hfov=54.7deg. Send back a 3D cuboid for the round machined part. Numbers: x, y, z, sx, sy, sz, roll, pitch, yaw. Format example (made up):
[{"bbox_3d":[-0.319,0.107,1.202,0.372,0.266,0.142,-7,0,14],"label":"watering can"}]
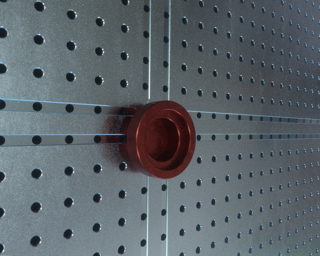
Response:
[{"bbox_3d":[-0.003,0.015,0.398,0.099,0.042,0.097,0,90,-40],"label":"round machined part"}]
